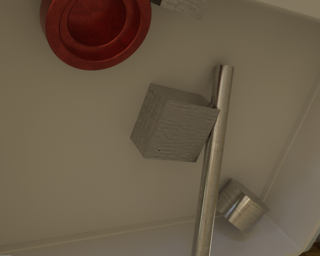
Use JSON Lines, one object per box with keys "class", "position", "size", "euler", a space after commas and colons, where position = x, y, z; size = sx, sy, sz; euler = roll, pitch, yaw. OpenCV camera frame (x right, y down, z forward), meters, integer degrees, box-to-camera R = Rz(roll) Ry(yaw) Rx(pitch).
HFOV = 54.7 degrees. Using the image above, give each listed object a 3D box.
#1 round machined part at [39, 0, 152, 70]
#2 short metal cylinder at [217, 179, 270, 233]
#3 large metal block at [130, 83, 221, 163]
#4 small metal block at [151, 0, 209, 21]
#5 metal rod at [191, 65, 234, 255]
{"class": "round machined part", "position": [-0.061, -0.105, 0.288], "size": [0.099, 0.042, 0.097], "euler": [-23, 146, -16]}
{"class": "short metal cylinder", "position": [0.140, 0.134, 0.535], "size": [0.080, 0.080, 0.050], "euler": [31, 101, -38]}
{"class": "large metal block", "position": [0.018, -0.005, 0.401], "size": [0.081, 0.050, 0.079], "euler": [8, 114, -33]}
{"class": "small metal block", "position": [0.015, -0.135, 0.318], "size": [0.050, 0.050, 0.025], "euler": [6, 115, -32]}
{"class": "metal rod", "position": [0.068, 0.067, 0.415], "size": [0.025, 0.025, 0.298], "euler": [6, 92, -31]}
